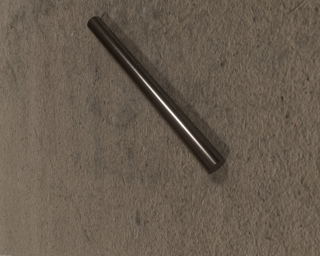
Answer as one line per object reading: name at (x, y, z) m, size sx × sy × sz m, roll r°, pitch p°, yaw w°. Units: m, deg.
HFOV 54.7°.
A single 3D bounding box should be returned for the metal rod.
metal rod at (-0.019, -0.060, 0.418) m, size 0.300 × 0.025 × 0.025 m, roll 51°, pitch 120°, yaw 27°
